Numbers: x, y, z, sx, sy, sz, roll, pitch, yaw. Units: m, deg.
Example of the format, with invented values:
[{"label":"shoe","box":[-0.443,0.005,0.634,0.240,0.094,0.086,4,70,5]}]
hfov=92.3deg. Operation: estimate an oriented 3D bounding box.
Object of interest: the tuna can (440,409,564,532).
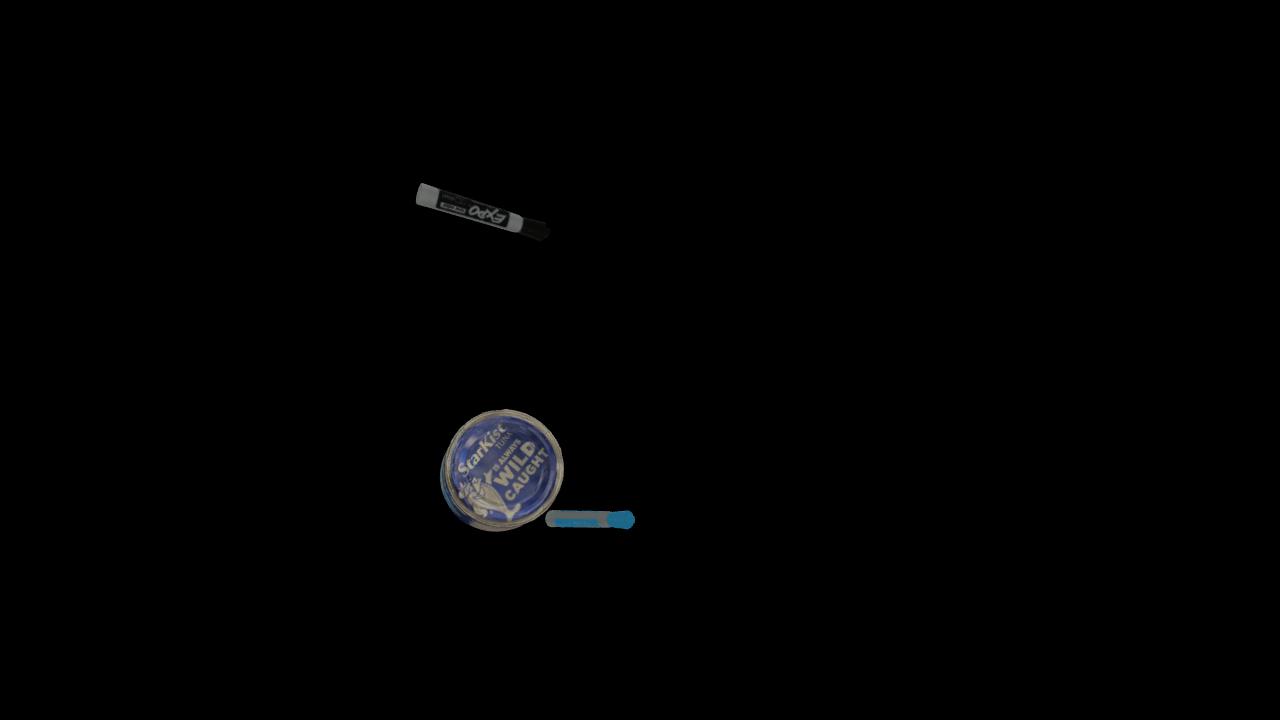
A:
[{"label":"tuna can","box":[-0.100,0.080,0.445,0.084,0.084,0.034,0,-21,-26]}]

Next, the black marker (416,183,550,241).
[{"label":"black marker","box":[-0.139,-0.132,0.558,0.121,0.020,0.020,12,-6,-30]}]

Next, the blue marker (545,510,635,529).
[{"label":"blue marker","box":[-0.055,0.172,0.664,0.121,0.020,0.020,-10,-6,38]}]
